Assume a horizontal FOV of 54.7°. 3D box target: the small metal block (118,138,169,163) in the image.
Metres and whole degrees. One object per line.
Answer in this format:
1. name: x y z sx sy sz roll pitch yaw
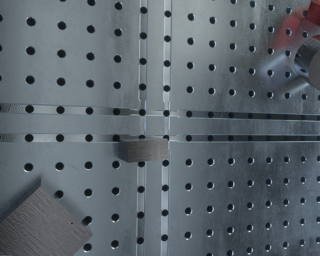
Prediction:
1. small metal block: -0.022 0.027 0.392 0.050 0.050 0.025 -3 91 -20

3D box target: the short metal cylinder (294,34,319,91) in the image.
1. short metal cylinder: 0.258 -0.101 0.479 0.081 0.050 0.079 -1 116 -2

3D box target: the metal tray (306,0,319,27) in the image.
1. metal tray: 0.317 -0.188 0.498 0.131 0.090 0.030 -21 138 -19

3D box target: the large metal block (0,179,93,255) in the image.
1. large metal block: -0.137 0.117 0.349 0.080 0.050 0.080 -45 104 -15
